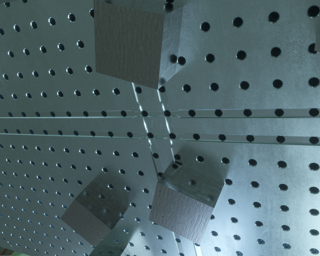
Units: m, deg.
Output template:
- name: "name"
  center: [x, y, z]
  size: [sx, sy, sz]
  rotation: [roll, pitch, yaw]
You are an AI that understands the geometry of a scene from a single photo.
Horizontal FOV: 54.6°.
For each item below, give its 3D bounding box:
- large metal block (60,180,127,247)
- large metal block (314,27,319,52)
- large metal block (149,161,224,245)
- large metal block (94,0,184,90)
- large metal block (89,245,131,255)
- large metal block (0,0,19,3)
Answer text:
- name: "large metal block"
  center: [-0.119, 0.154, 0.554]
  size: [0.080, 0.050, 0.080]
  rotation: [40, 129, 0]
- name: "large metal block"
  center: [0.179, -0.094, 0.242]
  size: [0.080, 0.050, 0.079]
  rotation: [20, 126, 16]
- name: "large metal block"
  center: [0.036, 0.106, 0.442]
  size: [0.080, 0.050, 0.079]
  rotation: [22, 127, 15]
- name: "large metal block"
  center: [-0.025, -0.098, 0.348]
  size: [0.080, 0.050, 0.079]
  rotation: [18, 126, 17]
- name: "large metal block"
  center: [-0.094, 0.285, 0.622]
  size: [0.080, 0.050, 0.080]
  rotation: [-11, 113, 33]
- name: "large metal block"
  center: [-0.164, -0.190, 0.346]
  size: [0.050, 0.080, 0.080]
  rotation: [-5, 116, 30]
